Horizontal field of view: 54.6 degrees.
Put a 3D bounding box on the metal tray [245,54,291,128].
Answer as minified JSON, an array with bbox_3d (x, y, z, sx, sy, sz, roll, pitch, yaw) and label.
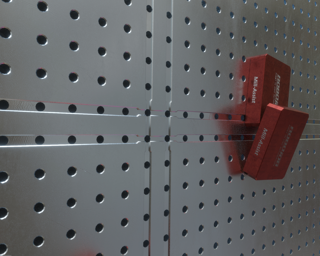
[{"bbox_3d":[0.201,-0.061,0.572,0.091,0.030,0.129,11,83,-39],"label":"metal tray"}]

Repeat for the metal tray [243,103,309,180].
[{"bbox_3d":[0.205,0.027,0.546,0.091,0.030,0.129,6,107,-38],"label":"metal tray"}]
